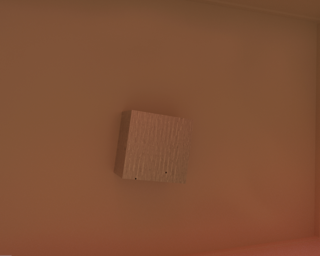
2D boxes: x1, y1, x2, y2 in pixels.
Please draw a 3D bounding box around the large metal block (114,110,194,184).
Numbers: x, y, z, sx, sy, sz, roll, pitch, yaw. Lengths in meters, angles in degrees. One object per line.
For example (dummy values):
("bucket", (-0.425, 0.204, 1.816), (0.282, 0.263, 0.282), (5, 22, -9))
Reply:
("large metal block", (-0.009, 0.024, 0.394), (0.081, 0.050, 0.080), (8, 87, -20))
